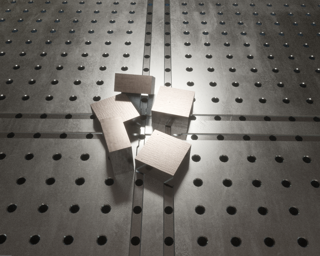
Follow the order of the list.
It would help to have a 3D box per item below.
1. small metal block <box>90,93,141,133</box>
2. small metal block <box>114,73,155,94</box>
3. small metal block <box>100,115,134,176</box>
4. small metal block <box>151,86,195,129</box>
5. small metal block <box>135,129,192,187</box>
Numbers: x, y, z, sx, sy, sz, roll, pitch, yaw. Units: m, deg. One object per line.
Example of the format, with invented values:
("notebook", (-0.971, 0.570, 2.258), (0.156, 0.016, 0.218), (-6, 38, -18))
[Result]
("small metal block", (-0.060, -0.016, 0.421), (0.050, 0.025, 0.050), (-22, 54, -18))
("small metal block", (-0.035, -0.062, 0.442), (0.050, 0.025, 0.050), (5, 7, 4))
("small metal block", (-0.051, 0.021, 0.373), (0.025, 0.050, 0.050), (-15, 52, -12))
("small metal block", (0.019, -0.030, 0.433), (0.050, 0.025, 0.050), (11, 51, 8))
("small metal block", (0.004, 0.036, 0.378), (0.050, 0.025, 0.050), (22, 53, 17))
